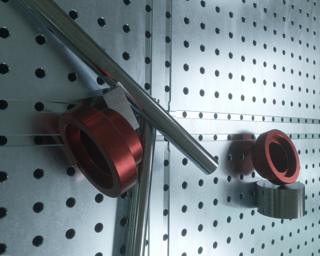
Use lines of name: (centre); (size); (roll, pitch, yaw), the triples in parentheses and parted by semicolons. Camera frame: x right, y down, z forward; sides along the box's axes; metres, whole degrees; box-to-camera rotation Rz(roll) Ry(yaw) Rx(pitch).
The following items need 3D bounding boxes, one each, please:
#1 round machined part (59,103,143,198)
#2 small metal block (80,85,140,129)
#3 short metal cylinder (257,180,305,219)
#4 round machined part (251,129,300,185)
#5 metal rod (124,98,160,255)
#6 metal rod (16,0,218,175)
round machined part: (-0.056, 0.018, 0.314); (0.042, 0.098, 0.098); (-35, 112, -32)
small metal block: (-0.056, -0.017, 0.345); (0.025, 0.050, 0.050); (-36, 113, -34)
short metal cylinder: (0.215, 0.125, 0.553); (0.081, 0.080, 0.050); (-3, 93, -40)
round machined part: (0.203, 0.054, 0.556); (0.099, 0.042, 0.098); (15, 64, -32)
metal rod: (-0.027, 0.111, 0.386); (0.025, 0.025, 0.298); (9, 84, -40)
metal rod: (-0.033, -0.042, 0.355); (0.300, 0.025, 0.025); (43, 64, -23)
